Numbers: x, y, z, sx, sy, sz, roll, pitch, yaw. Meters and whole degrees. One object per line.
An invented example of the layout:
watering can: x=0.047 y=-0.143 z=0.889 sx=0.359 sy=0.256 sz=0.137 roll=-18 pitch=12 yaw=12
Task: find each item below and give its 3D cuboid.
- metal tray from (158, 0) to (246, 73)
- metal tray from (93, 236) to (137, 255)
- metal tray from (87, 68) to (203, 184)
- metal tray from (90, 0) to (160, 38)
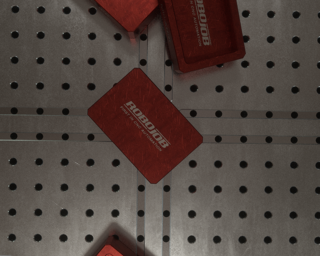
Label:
metal tray: x=0.051 y=-0.143 z=0.392 sx=0.091 sy=0.030 sz=0.129 roll=-16 pitch=103 yaw=-8
metal tray: x=-0.075 y=0.223 z=0.410 sx=0.090 sy=0.030 sz=0.130 roll=40 pitch=90 yaw=-1
metal tray: x=-0.019 y=-0.003 z=0.411 sx=0.090 sy=0.030 sz=0.130 roll=-42 pitch=91 yaw=0
metal tray: x=-0.054 y=-0.197 z=0.410 sx=0.130 sy=0.030 sz=0.090 roll=43 pitch=90 yaw=-1
